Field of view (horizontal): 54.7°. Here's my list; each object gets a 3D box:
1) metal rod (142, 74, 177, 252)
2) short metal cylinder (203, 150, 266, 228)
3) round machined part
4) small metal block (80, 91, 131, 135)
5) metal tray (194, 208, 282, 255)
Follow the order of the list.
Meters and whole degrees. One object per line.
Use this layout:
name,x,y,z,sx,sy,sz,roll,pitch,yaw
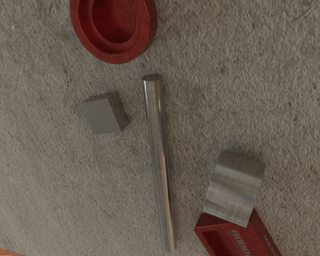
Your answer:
metal rod,0.003,0.068,0.447,0.025,0.025,0.298,9,122,24
short metal cylinder,0.089,0.071,0.368,0.050,0.080,0.079,18,126,18
round machined part,-0.047,-0.124,0.344,0.098,0.042,0.097,13,124,21
small metal block,-0.077,-0.020,0.435,0.050,0.025,0.050,-6,116,31
metal tray,0.120,0.179,0.451,0.090,0.030,0.130,-21,107,36
